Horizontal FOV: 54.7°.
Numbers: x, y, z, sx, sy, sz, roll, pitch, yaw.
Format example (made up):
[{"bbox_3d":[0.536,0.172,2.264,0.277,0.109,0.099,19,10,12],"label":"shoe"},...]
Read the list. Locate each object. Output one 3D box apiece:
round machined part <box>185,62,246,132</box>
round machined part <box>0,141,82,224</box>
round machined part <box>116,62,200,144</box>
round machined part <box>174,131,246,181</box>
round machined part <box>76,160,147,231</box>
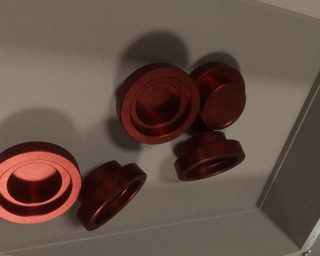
[{"bbox_3d":[0.076,-0.036,0.419,0.099,0.042,0.097,-14,125,-21],"label":"round machined part"},{"bbox_3d":[-0.142,0.057,0.353,0.099,0.042,0.097,-11,121,-19],"label":"round machined part"},{"bbox_3d":[-0.005,-0.032,0.373,0.099,0.042,0.097,-11,122,-18],"label":"round machined part"},{"bbox_3d":[0.067,0.038,0.441,0.099,0.042,0.098,-14,156,-6],"label":"round machined part"},{"bbox_3d":[-0.066,0.079,0.392,0.098,0.042,0.098,-42,163,-15],"label":"round machined part"}]
